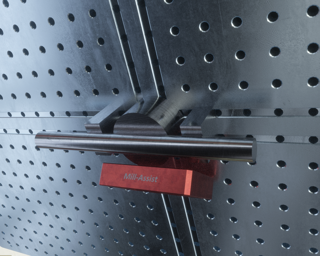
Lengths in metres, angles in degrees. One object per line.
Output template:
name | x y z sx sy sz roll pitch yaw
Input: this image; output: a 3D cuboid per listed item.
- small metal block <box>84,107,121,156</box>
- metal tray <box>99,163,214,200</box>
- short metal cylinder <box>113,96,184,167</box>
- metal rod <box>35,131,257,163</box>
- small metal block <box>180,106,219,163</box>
small metal block | -0.074 0.004 0.437 0.025 0.050 0.050 -1 118 29
metal tray | -0.004 0.072 0.419 0.130 0.090 0.030 1 76 28
short metal cylinder | -0.013 0.005 0.405 0.080 0.050 0.079 13 124 21
metal rod | -0.039 0.020 0.379 0.300 0.025 0.025 1 119 28
small metal block | 0.050 0.007 0.374 0.025 0.050 0.050 -1 118 29
